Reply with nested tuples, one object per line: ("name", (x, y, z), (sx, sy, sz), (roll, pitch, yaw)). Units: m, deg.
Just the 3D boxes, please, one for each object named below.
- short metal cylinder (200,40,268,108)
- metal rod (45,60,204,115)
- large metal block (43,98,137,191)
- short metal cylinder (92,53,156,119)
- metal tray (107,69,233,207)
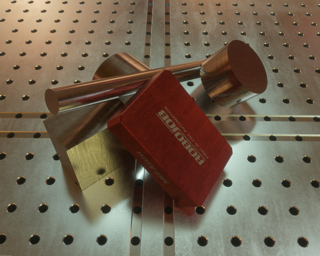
("short metal cylinder", (0.102, -0.073, 0.429), (0.081, 0.050, 0.080), (17, 60, -33))
("metal rod", (0.001, -0.064, 0.392), (0.025, 0.025, 0.302), (39, 39, 27))
("large metal block", (-0.076, 0.014, 0.359), (0.081, 0.080, 0.050), (-33, 58, -25))
("short metal cylinder", (-0.044, -0.053, 0.416), (0.080, 0.080, 0.050), (-36, 59, -27))
("metal tray", (0.017, 0.012, 0.343), (0.130, 0.030, 0.090), (49, 55, -15))
